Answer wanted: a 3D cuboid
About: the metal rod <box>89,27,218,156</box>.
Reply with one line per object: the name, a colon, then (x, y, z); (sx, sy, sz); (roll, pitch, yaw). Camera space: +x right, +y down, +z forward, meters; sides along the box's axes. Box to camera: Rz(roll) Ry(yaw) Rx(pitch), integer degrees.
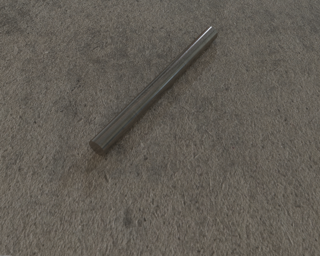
metal rod: (0.006, -0.070, 0.462); (0.025, 0.025, 0.301); (27, 55, 21)
